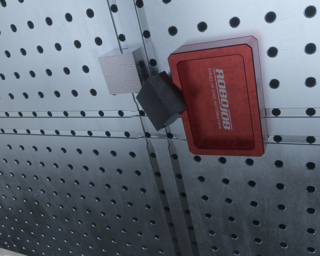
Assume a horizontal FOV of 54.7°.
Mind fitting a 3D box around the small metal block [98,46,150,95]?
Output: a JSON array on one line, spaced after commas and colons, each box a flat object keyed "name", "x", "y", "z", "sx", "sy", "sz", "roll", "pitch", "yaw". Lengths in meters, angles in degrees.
[{"name": "small metal block", "x": -0.043, "y": -0.071, "z": 0.389, "sx": 0.050, "sy": 0.025, "sz": 0.050, "roll": -1, "pitch": 118, "yaw": 28}]

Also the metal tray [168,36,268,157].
[{"name": "metal tray", "x": 0.068, "y": -0.030, "z": 0.352, "sx": 0.090, "sy": 0.030, "sz": 0.129, "roll": -1, "pitch": 118, "yaw": 28}]

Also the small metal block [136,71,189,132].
[{"name": "small metal block", "x": 0.001, "y": -0.030, "z": 0.362, "sx": 0.050, "sy": 0.025, "sz": 0.050, "roll": 58, "pitch": 153, "yaw": 8}]
